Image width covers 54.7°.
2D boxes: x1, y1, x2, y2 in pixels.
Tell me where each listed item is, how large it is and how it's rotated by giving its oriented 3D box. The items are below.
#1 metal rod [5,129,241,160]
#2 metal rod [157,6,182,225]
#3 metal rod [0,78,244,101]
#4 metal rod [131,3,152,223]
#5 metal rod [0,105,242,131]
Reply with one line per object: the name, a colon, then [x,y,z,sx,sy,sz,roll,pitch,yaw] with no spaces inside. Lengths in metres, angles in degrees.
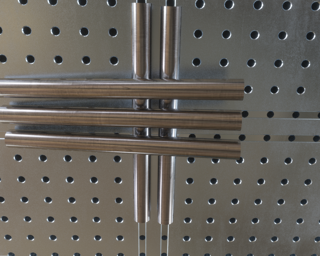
metal rod: [-0.052,0.020,0.398,0.302,0.025,0.025,2,110,7]
metal rod: [0.011,-0.002,0.413,0.025,0.025,0.298,1,110,-1]
metal rod: [-0.055,-0.047,0.373,0.302,0.025,0.025,1,110,7]
metal rod: [-0.024,-0.005,0.411,0.025,0.025,0.298,1,110,-1]
metal rod: [-0.054,-0.013,0.386,0.302,0.025,0.025,2,110,7]
